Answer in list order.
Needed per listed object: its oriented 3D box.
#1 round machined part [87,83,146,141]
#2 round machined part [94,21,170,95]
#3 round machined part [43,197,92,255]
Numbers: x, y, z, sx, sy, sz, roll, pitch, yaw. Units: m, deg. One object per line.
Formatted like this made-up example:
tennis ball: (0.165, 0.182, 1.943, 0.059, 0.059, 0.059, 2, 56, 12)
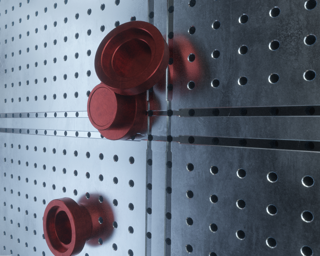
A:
round machined part: (-0.070, -0.030, 0.458, 0.098, 0.042, 0.097, 0, 90, 40)
round machined part: (-0.033, -0.088, 0.412, 0.098, 0.042, 0.098, -6, 71, 19)
round machined part: (-0.154, 0.167, 0.527, 0.098, 0.042, 0.097, 0, 90, 40)
